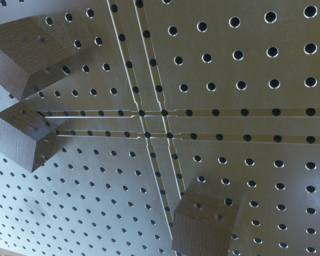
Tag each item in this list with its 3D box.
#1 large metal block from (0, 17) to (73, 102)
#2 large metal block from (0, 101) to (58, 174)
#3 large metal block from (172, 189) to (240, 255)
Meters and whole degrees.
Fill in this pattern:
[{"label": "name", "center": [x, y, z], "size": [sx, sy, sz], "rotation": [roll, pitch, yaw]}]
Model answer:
[{"label": "large metal block", "center": [-0.180, -0.093, 0.410], "size": [0.080, 0.080, 0.050], "rotation": [41, 129, -1]}, {"label": "large metal block", "center": [-0.226, 0.016, 0.521], "size": [0.080, 0.050, 0.079], "rotation": [32, 128, 7]}, {"label": "large metal block", "center": [0.065, 0.146, 0.450], "size": [0.080, 0.050, 0.079], "rotation": [14, 124, 20]}]
